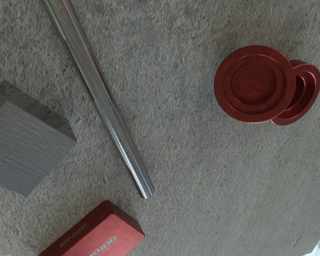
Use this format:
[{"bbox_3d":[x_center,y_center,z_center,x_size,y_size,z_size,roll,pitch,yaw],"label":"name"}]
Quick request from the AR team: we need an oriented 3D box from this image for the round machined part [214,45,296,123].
[{"bbox_3d":[0.122,-0.058,0.405,0.098,0.042,0.097,3,106,12],"label":"round machined part"}]

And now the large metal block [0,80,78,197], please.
[{"bbox_3d":[-0.148,0.012,0.318,0.080,0.050,0.080,-47,129,4],"label":"large metal block"}]

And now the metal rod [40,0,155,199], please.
[{"bbox_3d":[-0.059,-0.018,0.363,0.025,0.025,0.299,-28,128,-11],"label":"metal rod"}]

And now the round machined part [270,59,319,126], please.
[{"bbox_3d":[0.187,-0.056,0.464,0.099,0.042,0.097,-14,124,-21],"label":"round machined part"}]

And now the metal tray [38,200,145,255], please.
[{"bbox_3d":[-0.098,0.176,0.459,0.130,0.030,0.090,-40,130,-1],"label":"metal tray"}]
